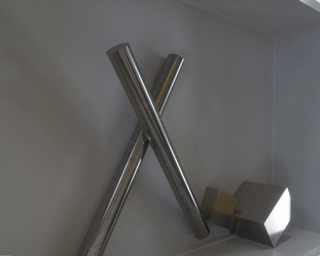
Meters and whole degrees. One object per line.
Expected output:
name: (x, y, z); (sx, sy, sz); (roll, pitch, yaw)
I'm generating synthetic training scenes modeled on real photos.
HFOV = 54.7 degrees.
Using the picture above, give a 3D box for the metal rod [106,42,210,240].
metal rod: (0.010, 0.037, 0.389); (0.025, 0.025, 0.299); (-44, 125, -31)

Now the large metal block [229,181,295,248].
large metal block: (0.161, 0.137, 0.509); (0.080, 0.080, 0.050); (-41, 115, -33)

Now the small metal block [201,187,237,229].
small metal block: (0.090, 0.125, 0.485); (0.050, 0.025, 0.050); (31, 71, -36)

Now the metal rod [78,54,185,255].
metal rod: (-0.033, 0.037, 0.380); (0.025, 0.025, 0.300); (36, 68, -35)
